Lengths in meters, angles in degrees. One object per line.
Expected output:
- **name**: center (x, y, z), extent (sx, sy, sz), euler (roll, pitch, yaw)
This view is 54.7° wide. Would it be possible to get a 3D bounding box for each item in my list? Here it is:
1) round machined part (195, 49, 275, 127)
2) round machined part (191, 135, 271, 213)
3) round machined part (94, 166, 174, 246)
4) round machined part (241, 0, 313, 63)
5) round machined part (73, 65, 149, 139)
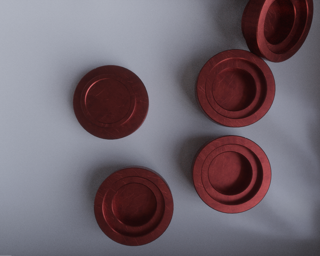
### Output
- **round machined part**: center (0.094, -0.050, 0.404), extent (0.099, 0.042, 0.097), euler (0, 90, -1)
- **round machined part**: center (0.089, 0.057, 0.404), extent (0.099, 0.042, 0.097), euler (0, 90, -1)
- **round machined part**: center (-0.033, 0.097, 0.403), extent (0.099, 0.042, 0.097), euler (0, 90, -1)
- **round machined part**: center (0.142, -0.135, 0.389), extent (0.099, 0.042, 0.097), euler (-14, 118, -27)
- **round machined part**: center (-0.064, -0.034, 0.402), extent (0.099, 0.042, 0.097), euler (0, 90, -1)
